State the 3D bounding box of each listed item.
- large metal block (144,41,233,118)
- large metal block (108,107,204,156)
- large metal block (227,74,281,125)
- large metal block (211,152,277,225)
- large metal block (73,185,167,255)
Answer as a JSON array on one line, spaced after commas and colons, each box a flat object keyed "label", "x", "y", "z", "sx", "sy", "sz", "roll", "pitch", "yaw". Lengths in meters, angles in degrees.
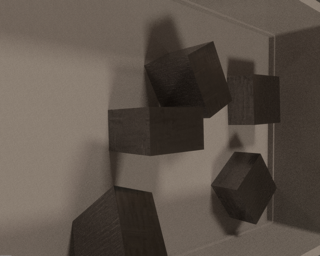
[{"label": "large metal block", "x": 0.036, "y": -0.059, "z": 0.403, "sx": 0.050, "sy": 0.080, "sz": 0.080, "roll": -36, "pitch": 112, "yaw": -35}, {"label": "large metal block", "x": -0.005, "y": 0.002, "z": 0.368, "sx": 0.081, "sy": 0.080, "sz": 0.050, "roll": -3, "pitch": 92, "yaw": -40}, {"label": "large metal block", "x": 0.160, "y": -0.047, "z": 0.528, "sx": 0.081, "sy": 0.050, "sz": 0.079, "roll": -4, "pitch": 93, "yaw": -40}, {"label": "large metal block", "x": 0.141, "y": 0.097, "z": 0.512, "sx": 0.080, "sy": 0.050, "sz": 0.080, "roll": -47, "pitch": 118, "yaw": -30}, {"label": "large metal block", "x": -0.043, "y": 0.117, "z": 0.315, "sx": 0.050, "sy": 0.080, "sz": 0.080, "roll": 21, "pitch": 39, "yaw": -39}]
